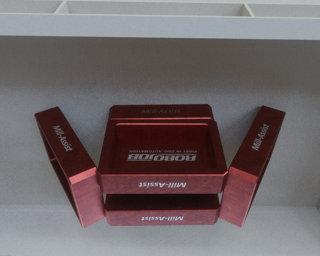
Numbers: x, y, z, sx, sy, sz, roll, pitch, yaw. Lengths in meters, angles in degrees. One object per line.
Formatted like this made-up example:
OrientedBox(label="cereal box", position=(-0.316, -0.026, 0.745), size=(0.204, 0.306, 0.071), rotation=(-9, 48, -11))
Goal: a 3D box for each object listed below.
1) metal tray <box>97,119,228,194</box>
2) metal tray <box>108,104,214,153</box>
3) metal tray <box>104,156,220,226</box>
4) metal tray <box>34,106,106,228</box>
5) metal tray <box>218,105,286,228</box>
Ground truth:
OrientedBox(label="metal tray", position=(0.003, 0.029, 0.349), size=(0.131, 0.090, 0.030), rotation=(0, 130, -1))
OrientedBox(label="metal tray", position=(0.002, 0.013, 0.415), size=(0.131, 0.030, 0.089), rotation=(-1, 130, -1))
OrientedBox(label="metal tray", position=(0.002, 0.075, 0.388), size=(0.131, 0.090, 0.030), rotation=(0, 130, -1))
OrientedBox(label="metal tray", position=(-0.110, 0.044, 0.377), size=(0.030, 0.130, 0.089), rotation=(-22, 136, -24))
OrientedBox(label="metal tray", position=(0.113, 0.043, 0.378), size=(0.030, 0.131, 0.089), rotation=(20, 134, 22))
